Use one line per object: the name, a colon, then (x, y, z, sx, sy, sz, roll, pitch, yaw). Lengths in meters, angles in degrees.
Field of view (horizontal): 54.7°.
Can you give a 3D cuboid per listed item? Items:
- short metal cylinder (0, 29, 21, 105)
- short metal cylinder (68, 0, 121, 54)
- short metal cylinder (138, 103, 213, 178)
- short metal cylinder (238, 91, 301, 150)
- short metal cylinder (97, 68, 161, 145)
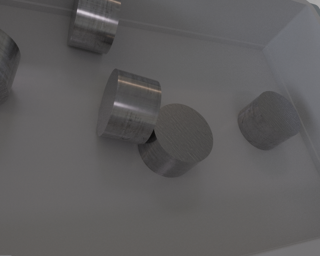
short metal cylinder: (-0.188, -0.063, 0.308, 0.081, 0.080, 0.050, 13, 56, -21)
short metal cylinder: (-0.089, -0.143, 0.410, 0.050, 0.080, 0.080, 10, 58, -23)
short metal cylinder: (0.019, 0.016, 0.390, 0.081, 0.050, 0.080, 14, 56, -21)
short metal cylinder: (0.171, -0.011, 0.488, 0.081, 0.050, 0.080, 14, 56, -21)
short metal cylinder: (-0.038, -0.024, 0.364, 0.050, 0.080, 0.080, 14, 56, -21)
